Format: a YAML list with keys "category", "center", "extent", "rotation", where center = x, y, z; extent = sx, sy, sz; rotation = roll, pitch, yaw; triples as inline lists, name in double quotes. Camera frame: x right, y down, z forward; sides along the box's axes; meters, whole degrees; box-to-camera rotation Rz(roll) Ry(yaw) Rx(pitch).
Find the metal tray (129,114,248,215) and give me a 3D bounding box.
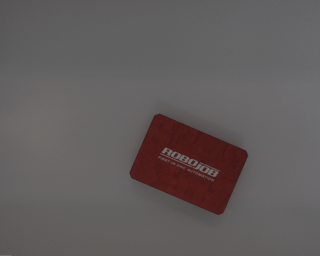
- category: "metal tray"
  center: [0.037, 0.046, 0.409]
  extent: [0.130, 0.030, 0.090]
  rotation: [23, 90, 0]
